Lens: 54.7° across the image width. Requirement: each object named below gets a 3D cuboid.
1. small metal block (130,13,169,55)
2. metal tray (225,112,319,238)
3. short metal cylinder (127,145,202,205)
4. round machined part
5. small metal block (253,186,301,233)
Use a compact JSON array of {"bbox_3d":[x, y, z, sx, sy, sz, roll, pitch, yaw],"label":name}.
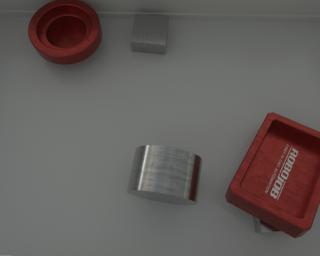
[{"bbox_3d":[-0.014,-0.140,0.460,0.050,0.025,0.050,6,70,2],"label":"small metal block"},{"bbox_3d":[0.147,0.050,0.369,0.090,0.030,0.130,27,59,18],"label":"metal tray"},{"bbox_3d":[0.006,0.057,0.360,0.080,0.080,0.050,9,70,3],"label":"short metal cylinder"},{"bbox_3d":[-0.133,-0.133,0.448,0.099,0.042,0.098,0,70,-1],"label":"round machined part"},{"bbox_3d":[0.140,0.099,0.375,0.050,0.025,0.050,-3,70,-2],"label":"small metal block"}]
